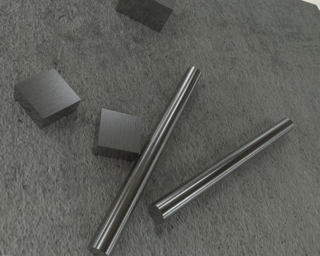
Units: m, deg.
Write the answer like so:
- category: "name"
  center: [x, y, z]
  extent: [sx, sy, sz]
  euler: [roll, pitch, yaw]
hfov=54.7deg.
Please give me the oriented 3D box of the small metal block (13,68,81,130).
- category: "small metal block"
  center: [-0.129, -0.034, 0.356]
  extent: [0.050, 0.025, 0.050]
  euler: [49, 51, 6]

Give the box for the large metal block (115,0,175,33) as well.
- category: "large metal block"
  center: [-0.019, -0.218, 0.512]
  extent: [0.080, 0.050, 0.080]
  euler: [23, 53, -15]

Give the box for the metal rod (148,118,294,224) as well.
- category: "metal rod"
  center: [0.105, 0.045, 0.434]
  extent: [0.302, 0.025, 0.025]
  euler: [-25, 75, -37]

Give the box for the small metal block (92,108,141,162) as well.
- category: "small metal block"
  center: [-0.051, 0.009, 0.372]
  extent: [0.050, 0.025, 0.050]
  euler: [13, 56, -22]

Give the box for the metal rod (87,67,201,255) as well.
- category: "metal rod"
  center: [-0.003, 0.017, 0.392]
  extent: [0.025, 0.025, 0.301]
  euler: [34, 51, -7]
